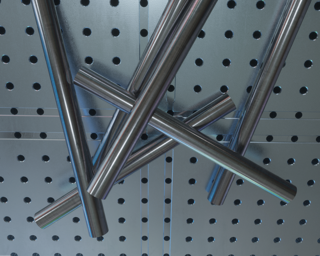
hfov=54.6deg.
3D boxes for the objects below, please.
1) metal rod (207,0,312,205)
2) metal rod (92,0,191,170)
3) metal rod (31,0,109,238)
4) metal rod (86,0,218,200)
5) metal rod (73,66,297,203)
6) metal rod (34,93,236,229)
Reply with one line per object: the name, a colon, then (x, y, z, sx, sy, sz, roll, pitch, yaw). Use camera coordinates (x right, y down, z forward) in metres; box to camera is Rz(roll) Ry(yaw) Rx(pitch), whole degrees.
metal rod: (0.124, -0.029, 0.403, 0.025, 0.025, 0.298, 16, 109, -6)
metal rod: (-0.031, -0.046, 0.395, 0.025, 0.025, 0.298, 26, 108, -9)
metal rod: (-0.108, -0.011, 0.376, 0.025, 0.025, 0.298, -11, 98, 4)
metal rod: (0.001, -0.056, 0.349, 0.025, 0.025, 0.299, 29, 91, -10)
metal rod: (0.035, 0.010, 0.381, 0.301, 0.025, 0.025, 29, 108, -5)
metal rod: (-0.035, 0.045, 0.411, 0.300, 0.025, 0.025, -32, 107, 4)
